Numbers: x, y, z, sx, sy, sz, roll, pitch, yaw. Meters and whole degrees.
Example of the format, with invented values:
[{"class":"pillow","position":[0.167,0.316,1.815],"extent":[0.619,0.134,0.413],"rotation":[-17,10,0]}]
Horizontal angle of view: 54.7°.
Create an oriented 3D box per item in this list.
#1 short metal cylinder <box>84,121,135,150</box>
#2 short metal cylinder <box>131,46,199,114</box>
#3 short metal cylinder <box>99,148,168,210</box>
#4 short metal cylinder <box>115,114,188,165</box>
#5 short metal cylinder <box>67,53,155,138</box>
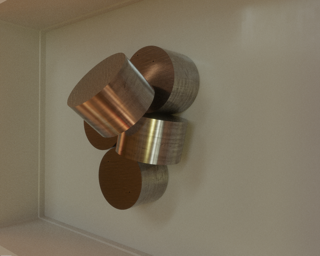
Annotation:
[{"class":"short metal cylinder","position":[-0.062,-0.010,0.437],"extent":[0.080,0.050,0.079],"rotation":[0,90,39]},{"class":"short metal cylinder","position":[0.001,-0.057,0.386],"extent":[0.080,0.050,0.079],"rotation":[0,90,39]},{"class":"short metal cylinder","position":[-0.037,0.064,0.416],"extent":[0.080,0.050,0.079],"rotation":[0,90,39]},{"class":"short metal cylinder","position":[-0.010,0.008,0.376],"extent":[0.080,0.081,0.050],"rotation":[17,101,38]},{"class":"short metal cylinder","position":[-0.053,-0.036,0.339],"extent":[0.080,0.050,0.080],"rotation":[-29,33,21]}]
